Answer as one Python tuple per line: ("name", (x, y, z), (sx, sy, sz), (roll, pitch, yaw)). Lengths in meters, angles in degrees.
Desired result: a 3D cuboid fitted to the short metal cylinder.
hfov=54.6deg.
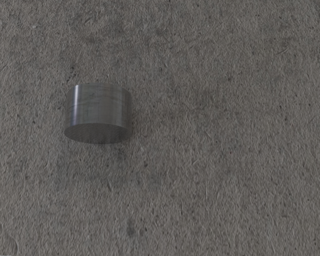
("short metal cylinder", (-0.075, -0.015, 0.384), (0.080, 0.080, 0.050), (-2, 70, -1))
